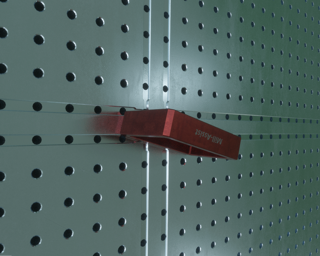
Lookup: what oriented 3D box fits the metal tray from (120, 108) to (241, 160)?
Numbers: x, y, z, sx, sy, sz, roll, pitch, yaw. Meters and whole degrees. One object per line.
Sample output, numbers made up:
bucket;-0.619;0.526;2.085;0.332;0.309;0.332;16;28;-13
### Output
metal tray;0.028;0.010;0.392;0.131;0.090;0.030;19;78;-39
